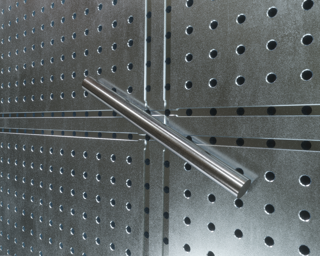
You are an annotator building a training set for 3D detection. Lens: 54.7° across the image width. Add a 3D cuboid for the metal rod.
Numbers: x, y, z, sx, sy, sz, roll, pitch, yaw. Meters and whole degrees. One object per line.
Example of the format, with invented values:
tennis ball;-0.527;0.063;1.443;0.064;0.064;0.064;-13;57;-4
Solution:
metal rod;-0.012;-0.003;0.418;0.300;0.025;0.025;34;111;34
